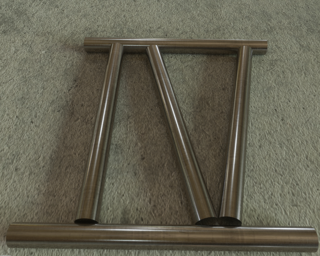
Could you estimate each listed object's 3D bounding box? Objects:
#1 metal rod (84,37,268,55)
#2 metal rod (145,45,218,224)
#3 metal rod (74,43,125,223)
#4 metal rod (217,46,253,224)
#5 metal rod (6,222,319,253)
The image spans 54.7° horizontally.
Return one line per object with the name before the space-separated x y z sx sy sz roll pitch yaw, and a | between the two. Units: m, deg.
metal rod | 0.026 -0.138 0.521 0.302 0.025 0.025 1 50 0
metal rod | 0.018 -0.014 0.416 0.025 0.025 0.300 -9 51 -8
metal rod | -0.073 -0.016 0.416 0.025 0.025 0.300 1 50 0
metal rod | 0.106 -0.014 0.416 0.025 0.025 0.300 10 51 8
metal rod | 0.002 0.110 0.311 0.302 0.025 0.025 1 50 0
